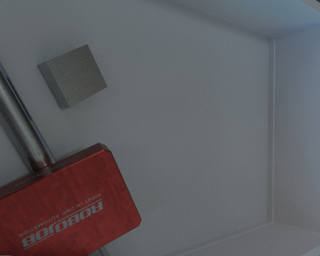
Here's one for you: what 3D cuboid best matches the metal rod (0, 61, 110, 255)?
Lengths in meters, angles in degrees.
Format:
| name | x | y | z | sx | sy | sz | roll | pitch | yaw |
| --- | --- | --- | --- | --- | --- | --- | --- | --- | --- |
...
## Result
| name | x | y | z | sx | sy | sz | roll | pitch | yaw |
| --- | --- | --- | --- | --- | --- | --- | --- | --- | --- |
| metal rod | -0.117 | 0.035 | 0.309 | 0.025 | 0.025 | 0.299 | -36 | 112 | -34 |

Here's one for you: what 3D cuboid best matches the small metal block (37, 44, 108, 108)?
| name | x | y | z | sx | sy | sz | roll | pitch | yaw |
| --- | --- | --- | --- | --- | --- | --- | --- | --- | --- |
| small metal block | -0.092 | -0.055 | 0.330 | 0.050 | 0.025 | 0.050 | -37 | 113 | -34 |

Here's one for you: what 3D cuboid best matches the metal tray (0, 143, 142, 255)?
| name | x | y | z | sx | sy | sz | roll | pitch | yaw |
| --- | --- | --- | --- | --- | --- | --- | --- | --- | --- |
| metal tray | -0.094 | 0.082 | 0.296 | 0.131 | 0.030 | 0.090 | -26 | 108 | -16 |
